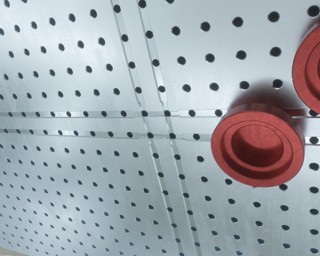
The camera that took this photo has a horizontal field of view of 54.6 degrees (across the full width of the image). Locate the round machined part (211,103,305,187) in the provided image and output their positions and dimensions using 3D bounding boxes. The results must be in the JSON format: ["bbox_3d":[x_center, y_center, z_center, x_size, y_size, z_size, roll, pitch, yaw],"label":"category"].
[{"bbox_3d":[0.111,0.016,0.352,0.098,0.042,0.097,13,124,21],"label":"round machined part"}]

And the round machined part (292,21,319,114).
[{"bbox_3d":[0.171,-0.058,0.274,0.098,0.042,0.097,13,124,21],"label":"round machined part"}]
